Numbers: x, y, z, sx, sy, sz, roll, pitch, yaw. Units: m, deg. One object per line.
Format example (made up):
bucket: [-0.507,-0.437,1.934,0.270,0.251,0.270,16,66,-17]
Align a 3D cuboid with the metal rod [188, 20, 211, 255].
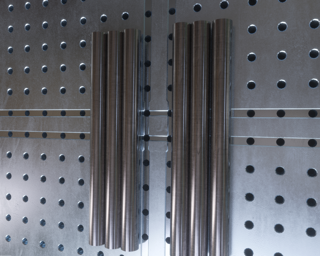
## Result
metal rod: [0.050,0.017,0.394,0.025,0.025,0.298,1,90,20]

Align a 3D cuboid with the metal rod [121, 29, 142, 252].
metal rod: [-0.040,0.016,0.426,0.025,0.025,0.298,1,90,20]

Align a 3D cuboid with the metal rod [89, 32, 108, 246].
metal rod: [-0.088,0.015,0.444,0.025,0.025,0.298,1,90,20]

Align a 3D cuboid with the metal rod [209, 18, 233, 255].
metal rod: [0.076,0.017,0.385,0.025,0.025,0.298,1,90,20]

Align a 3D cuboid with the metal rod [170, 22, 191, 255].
metal rod: [0.027,0.016,0.403,0.025,0.025,0.298,1,90,20]

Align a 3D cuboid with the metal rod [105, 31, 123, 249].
metal rod: [-0.063,0.016,0.435,0.025,0.025,0.298,1,90,20]
